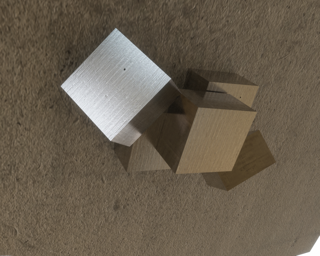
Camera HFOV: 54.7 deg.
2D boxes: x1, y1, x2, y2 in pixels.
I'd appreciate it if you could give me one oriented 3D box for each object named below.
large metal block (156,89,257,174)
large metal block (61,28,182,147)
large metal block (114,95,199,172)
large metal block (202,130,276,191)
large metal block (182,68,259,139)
[{"bbox_3d":[0.051,0.004,0.357,0.081,0.050,0.079,2,118,-30],"label":"large metal block"},{"bbox_3d":[-0.038,-0.039,0.320,0.080,0.080,0.050,-46,163,3],"label":"large metal block"},{"bbox_3d":[-0.006,0.006,0.391,0.081,0.050,0.079,0,119,-29],"label":"large metal block"},{"bbox_3d":[0.105,0.046,0.452,0.080,0.080,0.050,-28,90,-11],"label":"large metal block"},{"bbox_3d":[0.073,-0.031,0.415,0.081,0.050,0.079,0,119,-29],"label":"large metal block"}]
